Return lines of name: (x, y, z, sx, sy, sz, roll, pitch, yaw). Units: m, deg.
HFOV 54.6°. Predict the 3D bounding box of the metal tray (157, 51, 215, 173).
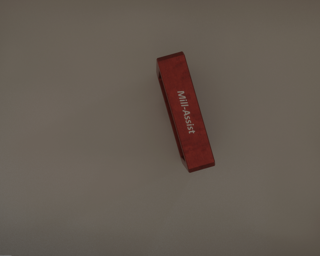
metal tray: (0.028, -0.017, 0.376, 0.030, 0.090, 0.129, -16, 90, -1)
